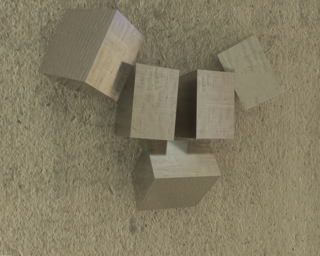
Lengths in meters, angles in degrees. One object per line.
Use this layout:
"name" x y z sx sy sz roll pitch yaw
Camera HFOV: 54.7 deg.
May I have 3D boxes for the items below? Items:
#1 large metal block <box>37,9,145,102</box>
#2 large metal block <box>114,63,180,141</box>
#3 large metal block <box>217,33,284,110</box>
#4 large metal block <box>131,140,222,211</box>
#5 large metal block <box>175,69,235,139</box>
"large metal block" -0.076 -0.082 0.344 0.050 0.080 0.080 32 77 -54
"large metal block" -0.019 -0.028 0.375 0.050 0.080 0.080 5 88 -20
"large metal block" 0.120 -0.079 0.420 0.050 0.080 0.080 -26 101 20
"large metal block" 0.016 0.059 0.382 0.081 0.079 0.050 1 51 -20
"large metal block" 0.052 -0.028 0.402 0.050 0.080 0.079 1 90 -20
